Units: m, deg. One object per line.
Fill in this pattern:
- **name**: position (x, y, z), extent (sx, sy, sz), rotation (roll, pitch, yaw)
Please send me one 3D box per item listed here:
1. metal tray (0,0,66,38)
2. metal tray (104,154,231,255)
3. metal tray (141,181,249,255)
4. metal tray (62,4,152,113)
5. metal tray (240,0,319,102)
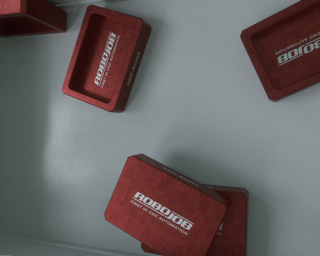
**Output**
- **metal tray**: position (-0.217, -0.163, 0.452), extent (0.130, 0.090, 0.030), rotation (2, 91, 20)
- **metal tray**: position (0.006, 0.098, 0.373), extent (0.130, 0.030, 0.090), rotation (26, 98, 18)
- **metal tray**: position (0.043, 0.118, 0.393), extent (0.130, 0.030, 0.089), rotation (2, 91, 19)
- **metal tray**: position (-0.076, -0.096, 0.434), extent (0.090, 0.030, 0.129), rotation (22, 97, 18)
- **metal tray**: position (0.169, -0.095, 0.347), extent (0.130, 0.030, 0.090), rotation (-24, 82, 18)
